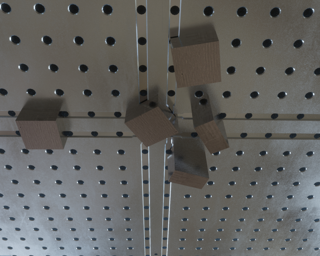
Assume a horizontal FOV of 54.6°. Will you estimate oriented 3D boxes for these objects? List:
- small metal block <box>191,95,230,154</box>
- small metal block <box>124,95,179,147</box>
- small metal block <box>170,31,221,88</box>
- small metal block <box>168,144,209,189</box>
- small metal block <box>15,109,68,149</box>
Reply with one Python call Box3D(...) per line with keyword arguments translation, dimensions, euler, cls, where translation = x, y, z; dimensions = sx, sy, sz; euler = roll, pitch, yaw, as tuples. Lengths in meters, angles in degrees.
Box3D(translation=(0.063, -0.004, 0.392), dimensions=(0.025, 0.050, 0.050), euler=(-23, 126, 18), cls="small metal block")
Box3D(translation=(-0.010, -0.008, 0.405), dimensions=(0.050, 0.025, 0.050), euler=(-26, 126, 20), cls="small metal block")
Box3D(translation=(0.040, -0.076, 0.347), dimensions=(0.050, 0.025, 0.050), euler=(-8, 130, 6), cls="small metal block")
Box3D(translation=(0.039, 0.055, 0.442), dimensions=(0.050, 0.050, 0.025), euler=(15, 128, -13), cls="small metal block")
Box3D(translation=(-0.155, 0.002, 0.412), dimensions=(0.050, 0.025, 0.050), euler=(0, 130, 0), cls="small metal block")
